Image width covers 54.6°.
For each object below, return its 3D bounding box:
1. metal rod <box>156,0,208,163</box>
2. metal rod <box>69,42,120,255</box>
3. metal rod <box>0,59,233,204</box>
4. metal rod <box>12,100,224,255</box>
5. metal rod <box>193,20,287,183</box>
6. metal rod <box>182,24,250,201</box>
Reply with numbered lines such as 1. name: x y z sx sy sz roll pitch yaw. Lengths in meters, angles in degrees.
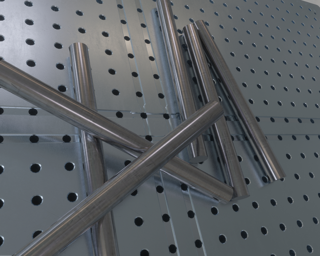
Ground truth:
1. metal rod: 0.028 -0.090 0.477 0.025 0.025 0.299 4 60 -26
2. metal rod: -0.076 0.026 0.350 0.025 0.025 0.299 0 62 -28
3. metal rod: -0.037 0.015 0.351 0.301 0.025 0.025 30 52 -19
4. metal rod: -0.037 0.057 0.314 0.302 0.025 0.025 -37 83 -28
5. metal rod: 0.121 -0.055 0.505 0.025 0.025 0.299 -9 66 -32
6. metal rod: 0.079 -0.040 0.473 0.025 0.025 0.299 3 61 -27
